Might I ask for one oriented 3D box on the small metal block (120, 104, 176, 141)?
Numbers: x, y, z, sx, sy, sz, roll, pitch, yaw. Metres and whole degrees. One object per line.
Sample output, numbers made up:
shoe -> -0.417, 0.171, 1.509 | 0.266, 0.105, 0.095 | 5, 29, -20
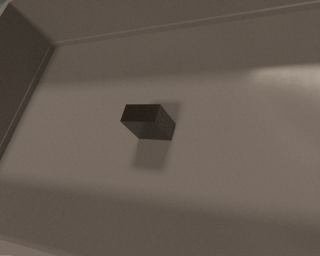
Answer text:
small metal block -> -0.014, -0.007, 0.400 | 0.050, 0.050, 0.025 | 2, 63, 29
